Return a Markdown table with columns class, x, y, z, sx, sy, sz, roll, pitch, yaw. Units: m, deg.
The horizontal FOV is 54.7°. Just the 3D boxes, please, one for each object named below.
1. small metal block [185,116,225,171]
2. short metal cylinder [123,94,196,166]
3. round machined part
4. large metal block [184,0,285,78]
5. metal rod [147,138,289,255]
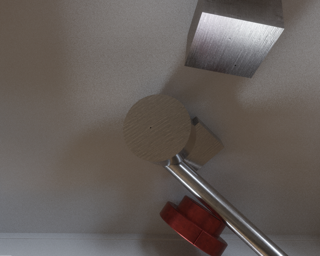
| class | x | y | z | sx | sy | sz | roll | pitch | yaw |
| --- | --- | --- | --- | --- | --- | --- | --- | --- | --- |
| small metal block | 0.050 | 0.021 | 0.420 | 0.050 | 0.025 | 0.050 | -43 | 105 | 14 |
| short metal cylinder | 0.001 | 0.004 | 0.380 | 0.080 | 0.050 | 0.080 | -3 | 77 | 12 |
| round machined part | 0.051 | 0.129 | 0.425 | 0.098 | 0.098 | 0.042 | 36 | 84 | -13 |
| large metal block | 0.076 | -0.105 | 0.339 | 0.081 | 0.050 | 0.080 | 10 | 152 | -4 |
| metal rod | 0.094 | 0.116 | 0.392 | 0.300 | 0.025 | 0.025 | 42 | 106 | 11 |
